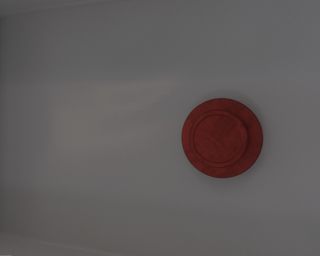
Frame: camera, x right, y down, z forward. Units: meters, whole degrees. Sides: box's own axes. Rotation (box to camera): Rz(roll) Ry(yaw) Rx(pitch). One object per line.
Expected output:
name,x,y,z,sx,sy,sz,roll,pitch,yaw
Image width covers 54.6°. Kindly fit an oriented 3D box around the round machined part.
round machined part,0.073,0.012,0.376,0.098,0.042,0.097,0,90,20
